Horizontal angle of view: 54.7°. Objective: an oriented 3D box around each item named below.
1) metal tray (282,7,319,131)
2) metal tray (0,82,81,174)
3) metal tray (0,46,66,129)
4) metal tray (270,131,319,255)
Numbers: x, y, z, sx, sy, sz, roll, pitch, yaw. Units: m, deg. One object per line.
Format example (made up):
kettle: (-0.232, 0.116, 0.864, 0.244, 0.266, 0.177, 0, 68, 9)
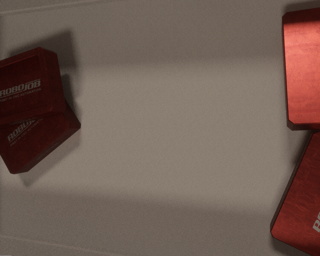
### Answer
metal tray: (0.181, -0.064, 0.328, 0.090, 0.030, 0.129, -2, 75, 19)
metal tray: (-0.195, -0.001, 0.475, 0.130, 0.030, 0.090, -37, 79, 16)
metal tray: (-0.204, -0.054, 0.445, 0.130, 0.030, 0.089, -12, 85, 19)
metal tray: (0.189, 0.077, 0.341, 0.090, 0.030, 0.129, 22, 97, 18)
